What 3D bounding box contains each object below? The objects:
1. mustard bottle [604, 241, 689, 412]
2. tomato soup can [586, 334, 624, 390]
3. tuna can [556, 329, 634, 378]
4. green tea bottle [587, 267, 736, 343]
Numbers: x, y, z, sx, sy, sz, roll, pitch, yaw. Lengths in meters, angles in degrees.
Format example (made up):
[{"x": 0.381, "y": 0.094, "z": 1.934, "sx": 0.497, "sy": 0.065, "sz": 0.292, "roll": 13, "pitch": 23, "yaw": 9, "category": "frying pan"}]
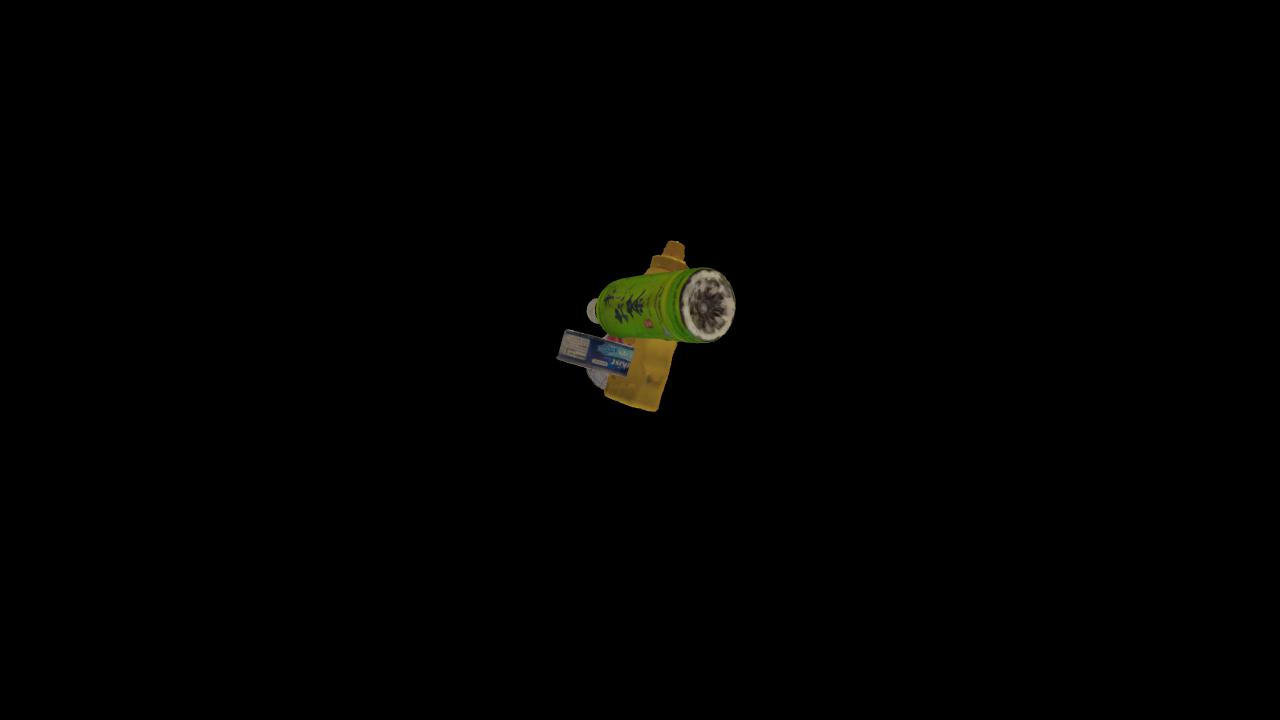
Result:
[{"x": 0.014, "y": -0.040, "z": 0.663, "sx": 0.054, "sy": 0.184, "sz": 0.092, "roll": 17, "pitch": -2, "yaw": -17, "category": "mustard bottle"}, {"x": -0.014, "y": -0.007, "z": 0.713, "sx": 0.068, "sy": 0.068, "sz": 0.101, "roll": 0, "pitch": -20, "yaw": -30, "category": "tomato soup can"}, {"x": -0.044, "y": -0.007, "z": 0.653, "sx": 0.084, "sy": 0.034, "sz": 0.084, "roll": 15, "pitch": 1, "yaw": 0, "category": "tuna can"}, {"x": 0.008, "y": -0.054, "z": 0.642, "sx": 0.073, "sy": 0.073, "sz": 0.212, "roll": 0, "pitch": 3, "yaw": -31, "category": "green tea bottle"}]
